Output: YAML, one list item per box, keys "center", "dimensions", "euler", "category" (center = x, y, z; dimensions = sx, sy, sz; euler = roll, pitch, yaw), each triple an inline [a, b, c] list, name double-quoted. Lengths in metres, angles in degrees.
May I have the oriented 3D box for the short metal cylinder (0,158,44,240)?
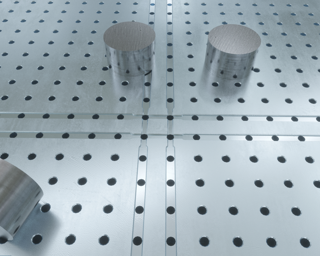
- center: [-0.168, 0.070, 0.312]
  dimensions: [0.080, 0.080, 0.050]
  euler: [16, 52, 13]
  category: "short metal cylinder"

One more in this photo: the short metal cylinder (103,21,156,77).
- center: [-0.047, -0.127, 0.498]
  dimensions: [0.081, 0.050, 0.080]
  euler: [0, 50, 0]
  category: "short metal cylinder"

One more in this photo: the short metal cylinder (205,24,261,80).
- center: [0.114, -0.122, 0.494]
  dimensions: [0.081, 0.050, 0.080]
  euler: [0, 50, 0]
  category: "short metal cylinder"
